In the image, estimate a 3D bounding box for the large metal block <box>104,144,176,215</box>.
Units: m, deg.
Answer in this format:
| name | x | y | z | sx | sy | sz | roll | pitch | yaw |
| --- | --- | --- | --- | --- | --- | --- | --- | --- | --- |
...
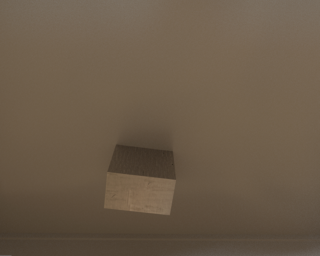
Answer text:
| name | x | y | z | sx | sy | sz | roll | pitch | yaw |
| --- | --- | --- | --- | --- | --- | --- | --- | --- | --- |
| large metal block | -0.025 | 0.065 | 0.406 | 0.081 | 0.080 | 0.050 | 7 | 110 | -3 |
